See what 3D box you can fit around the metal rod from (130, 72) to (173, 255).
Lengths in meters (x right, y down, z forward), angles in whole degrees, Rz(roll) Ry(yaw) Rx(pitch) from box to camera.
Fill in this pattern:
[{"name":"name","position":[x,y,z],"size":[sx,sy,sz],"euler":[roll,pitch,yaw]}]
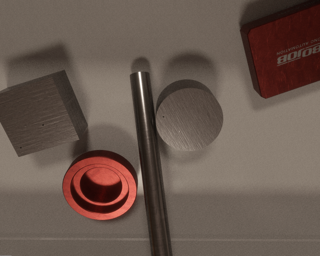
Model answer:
[{"name":"metal rod","position":[-0.007,0.080,0.375],"size":[0.025,0.025,0.298],"euler":[-7,85,2]}]

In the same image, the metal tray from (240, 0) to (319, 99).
[{"name":"metal tray","position":[0.171,-0.099,0.369],"size":[0.131,0.030,0.090],"euler":[-19,117,6]}]

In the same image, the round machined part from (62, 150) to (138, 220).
[{"name":"round machined part","position":[-0.080,0.074,0.429],"size":[0.099,0.042,0.097],"euler":[0,110,-1]}]

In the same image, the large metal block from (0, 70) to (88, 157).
[{"name":"large metal block","position":[-0.148,-0.019,0.389],"size":[0.080,0.050,0.080],"euler":[-16,110,5]}]

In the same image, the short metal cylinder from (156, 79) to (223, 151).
[{"name":"short metal cylinder","position":[0.035,-0.017,0.392],"size":[0.081,0.050,0.079],"euler":[0,110,-1]}]
